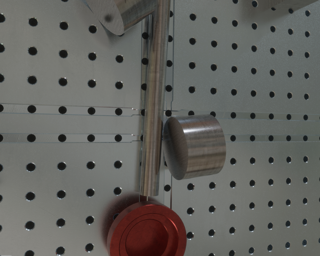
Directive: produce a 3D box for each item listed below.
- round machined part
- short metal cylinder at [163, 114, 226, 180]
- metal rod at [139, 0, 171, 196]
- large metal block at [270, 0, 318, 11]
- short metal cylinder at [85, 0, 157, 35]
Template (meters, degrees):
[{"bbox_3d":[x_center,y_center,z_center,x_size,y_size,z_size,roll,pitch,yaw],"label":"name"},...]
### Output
[{"bbox_3d":[-0.019,0.142,0.397,0.099,0.042,0.097,0,90,-20],"label":"round machined part"},{"bbox_3d":[0.042,0.023,0.399,0.050,0.080,0.079,-6,92,-20],"label":"short metal cylinder"},{"bbox_3d":[-0.005,-0.062,0.410,0.025,0.025,0.298,4,89,-20],"label":"metal rod"},{"bbox_3d":[0.210,-0.230,0.460,0.050,0.080,0.079,-2,91,-20],"label":"large metal block"},{"bbox_3d":[-0.050,-0.158,0.365,0.050,0.080,0.080,-41,103,-15],"label":"short metal cylinder"}]
